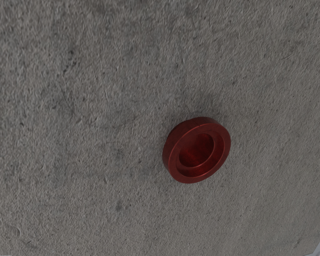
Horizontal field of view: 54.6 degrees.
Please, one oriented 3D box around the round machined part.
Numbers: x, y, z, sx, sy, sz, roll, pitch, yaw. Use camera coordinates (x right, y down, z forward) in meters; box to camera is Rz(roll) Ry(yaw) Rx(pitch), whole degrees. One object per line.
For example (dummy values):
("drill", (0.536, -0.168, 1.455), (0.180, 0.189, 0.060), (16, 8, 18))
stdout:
("round machined part", (0.047, 0.027, 0.437), (0.099, 0.042, 0.097), (-14, 124, -21))
